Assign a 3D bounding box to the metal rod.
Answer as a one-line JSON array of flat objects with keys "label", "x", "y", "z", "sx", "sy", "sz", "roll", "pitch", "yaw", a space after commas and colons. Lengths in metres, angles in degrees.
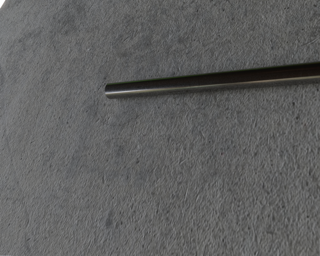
[{"label": "metal rod", "x": 0.056, "y": -0.060, "z": 0.411, "sx": 0.300, "sy": 0.025, "sz": 0.025, "roll": -1, "pitch": 61, "yaw": 27}]
